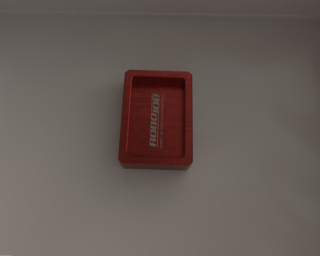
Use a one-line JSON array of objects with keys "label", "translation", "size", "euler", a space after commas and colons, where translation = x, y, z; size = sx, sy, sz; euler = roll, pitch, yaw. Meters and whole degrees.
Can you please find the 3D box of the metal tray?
[{"label": "metal tray", "translation": [-0.004, -0.012, 0.408], "size": [0.091, 0.030, 0.130], "euler": [2, 70, 0]}]
